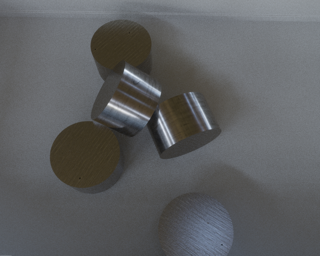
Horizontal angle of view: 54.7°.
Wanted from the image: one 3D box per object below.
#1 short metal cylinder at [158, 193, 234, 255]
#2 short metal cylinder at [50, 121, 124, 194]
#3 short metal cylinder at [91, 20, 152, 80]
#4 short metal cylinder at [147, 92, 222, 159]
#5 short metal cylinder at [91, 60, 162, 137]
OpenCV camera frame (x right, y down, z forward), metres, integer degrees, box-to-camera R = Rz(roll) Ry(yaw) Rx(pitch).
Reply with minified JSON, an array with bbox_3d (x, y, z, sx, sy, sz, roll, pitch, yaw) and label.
[{"bbox_3d":[0.038,0.118,0.354,0.081,0.050,0.080,0,70,0],"label":"short metal cylinder"},{"bbox_3d":[-0.087,0.038,0.382,0.081,0.050,0.080,0,70,0],"label":"short metal cylinder"},{"bbox_3d":[-0.052,-0.103,0.433,0.081,0.050,0.080,0,70,0],"label":"short metal cylinder"},{"bbox_3d":[0.028,-0.002,0.381,0.080,0.080,0.050,-21,72,-8],"label":"short metal cylinder"},{"bbox_3d":[-0.042,-0.035,0.378,0.050,0.080,0.080,28,69,-24],"label":"short metal cylinder"}]
